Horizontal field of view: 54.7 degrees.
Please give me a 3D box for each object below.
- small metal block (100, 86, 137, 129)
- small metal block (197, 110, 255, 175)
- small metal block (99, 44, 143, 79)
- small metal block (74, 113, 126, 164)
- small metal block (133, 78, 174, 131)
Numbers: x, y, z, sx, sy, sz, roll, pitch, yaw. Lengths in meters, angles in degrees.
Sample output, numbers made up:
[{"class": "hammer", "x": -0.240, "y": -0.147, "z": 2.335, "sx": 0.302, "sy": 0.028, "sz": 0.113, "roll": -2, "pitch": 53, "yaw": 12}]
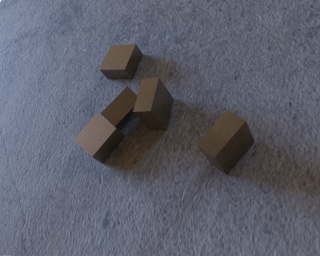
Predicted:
[{"class": "small metal block", "x": -0.052, "y": -0.026, "z": 0.426, "sx": 0.025, "sy": 0.050, "sz": 0.050, "roll": 43, "pitch": 85, "yaw": 1}, {"class": "small metal block", "x": 0.073, "y": 0.017, "z": 0.338, "sx": 0.050, "sy": 0.050, "sz": 0.025, "roll": -48, "pitch": 52, "yaw": -6}, {"class": "small metal block", "x": -0.062, "y": -0.107, "z": 0.500, "sx": 0.050, "sy": 0.025, "sz": 0.050, "roll": 6, "pitch": 64, "yaw": 30}, {"class": "small metal block", "x": -0.085, "y": 0.014, "z": 0.438, "sx": 0.050, "sy": 0.025, "sz": 0.050, "roll": 33, "pitch": 80, "yaw": 38}, {"class": "small metal block", "x": -0.007, "y": -0.030, "z": 0.409, "sx": 0.025, "sy": 0.050, "sz": 0.050, "roll": -2, "pitch": 61, "yaw": 27}]
